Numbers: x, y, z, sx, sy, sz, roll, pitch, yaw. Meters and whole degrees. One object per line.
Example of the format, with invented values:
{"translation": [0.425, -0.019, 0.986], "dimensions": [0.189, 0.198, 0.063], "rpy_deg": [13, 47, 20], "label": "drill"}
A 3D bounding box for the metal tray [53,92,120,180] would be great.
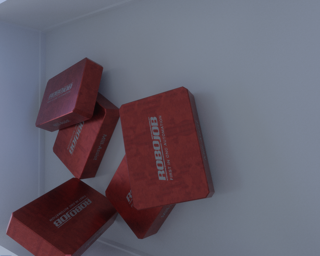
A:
{"translation": [-0.122, 0.007, 0.502], "dimensions": [0.090, 0.030, 0.129], "rpy_deg": [38, 113, 33], "label": "metal tray"}

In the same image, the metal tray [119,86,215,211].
{"translation": [0.006, 0.025, 0.370], "dimensions": [0.090, 0.030, 0.129], "rpy_deg": [-15, 74, 17], "label": "metal tray"}

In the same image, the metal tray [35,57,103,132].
{"translation": [-0.147, -0.049, 0.495], "dimensions": [0.130, 0.030, 0.090], "rpy_deg": [-14, 61, 44], "label": "metal tray"}

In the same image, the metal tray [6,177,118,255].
{"translation": [-0.124, 0.123, 0.422], "dimensions": [0.090, 0.131, 0.030], "rpy_deg": [30, 111, 12], "label": "metal tray"}

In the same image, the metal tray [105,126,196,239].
{"translation": [-0.015, 0.070, 0.414], "dimensions": [0.090, 0.030, 0.129], "rpy_deg": [44, 116, 31], "label": "metal tray"}
